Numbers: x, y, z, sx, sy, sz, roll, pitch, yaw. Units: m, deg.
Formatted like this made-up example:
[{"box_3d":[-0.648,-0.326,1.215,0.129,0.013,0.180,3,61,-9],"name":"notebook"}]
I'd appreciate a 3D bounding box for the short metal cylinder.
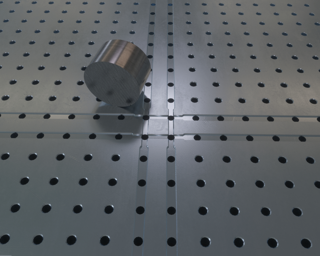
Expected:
[{"box_3d":[-0.059,-0.076,0.436,0.080,0.080,0.050,12,51,10],"name":"short metal cylinder"}]
